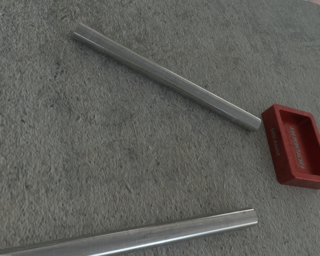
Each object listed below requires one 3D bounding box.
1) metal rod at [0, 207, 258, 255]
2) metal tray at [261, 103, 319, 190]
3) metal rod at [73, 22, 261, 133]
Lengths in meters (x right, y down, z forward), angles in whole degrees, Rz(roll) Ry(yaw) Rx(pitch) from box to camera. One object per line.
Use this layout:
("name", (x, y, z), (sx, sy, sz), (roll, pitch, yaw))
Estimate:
("metal rod", (-0.017, 0.114, 0.324), (0.303, 0.025, 0.025), (0, 62, -28))
("metal tray", (0.221, 0.029, 0.501), (0.091, 0.030, 0.130), (11, 57, -22))
("metal rod", (0.018, -0.069, 0.455), (0.301, 0.025, 0.025), (26, 53, -12))
